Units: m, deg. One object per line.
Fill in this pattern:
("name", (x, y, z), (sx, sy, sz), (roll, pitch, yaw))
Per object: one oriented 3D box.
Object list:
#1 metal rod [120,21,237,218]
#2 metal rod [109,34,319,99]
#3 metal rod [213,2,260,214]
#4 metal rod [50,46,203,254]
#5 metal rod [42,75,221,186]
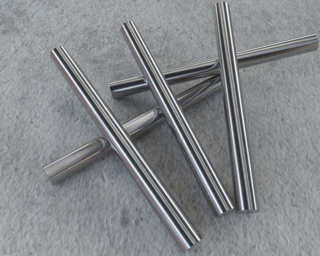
("metal rod", (0.011, -0.029, 0.396), (0.025, 0.025, 0.299), (-18, 62, -15))
("metal rod", (0.077, -0.089, 0.449), (0.302, 0.025, 0.025), (-14, 51, 0))
("metal rod", (0.093, -0.045, 0.396), (0.025, 0.025, 0.299), (0, 64, -1))
("metal rod", (-0.052, 0.008, 0.364), (0.025, 0.025, 0.300), (-28, 66, -22))
("metal rod", (-0.008, -0.014, 0.414), (0.302, 0.025, 0.025), (-30, 56, -23))
